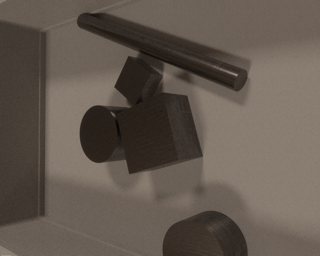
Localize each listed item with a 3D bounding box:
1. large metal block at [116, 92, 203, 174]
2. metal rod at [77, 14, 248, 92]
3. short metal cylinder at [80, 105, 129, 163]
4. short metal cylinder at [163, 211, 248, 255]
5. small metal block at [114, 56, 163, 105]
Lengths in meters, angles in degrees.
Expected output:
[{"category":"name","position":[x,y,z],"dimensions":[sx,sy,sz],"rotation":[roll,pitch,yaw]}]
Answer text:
[{"category":"large metal block","position":[-0.002,0.008,0.390],"dimensions":[0.080,0.050,0.080],"rotation":[-21,77,37]},{"category":"metal rod","position":[-0.019,-0.113,0.420],"dimensions":[0.300,0.025,0.025],"rotation":[30,109,35]},{"category":"short metal cylinder","position":[-0.070,0.008,0.446],"dimensions":[0.080,0.050,0.079],"rotation":[0,90,39]},{"category":"short metal cylinder","position":[0.050,0.139,0.348],"dimensions":[0.080,0.050,0.079],"rotation":[0,90,39]},{"category":"small metal block","position":[-0.030,-0.064,0.430],"dimensions":[0.050,0.025,0.050],"rotation":[43,115,31]}]
